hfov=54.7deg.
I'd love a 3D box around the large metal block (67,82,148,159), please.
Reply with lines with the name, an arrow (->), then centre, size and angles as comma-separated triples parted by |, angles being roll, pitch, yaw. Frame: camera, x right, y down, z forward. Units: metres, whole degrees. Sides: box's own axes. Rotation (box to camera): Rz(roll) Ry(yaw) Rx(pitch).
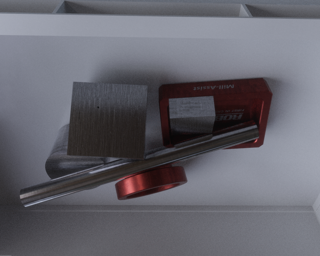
large metal block -> -0.056, -0.006, 0.355 | 0.081, 0.080, 0.050 | 3, 172, -2

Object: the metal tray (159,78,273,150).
metal tray -> 0.067, -0.014, 0.392 | 0.131, 0.030, 0.089 | -4, 130, 2

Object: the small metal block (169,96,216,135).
small metal block -> 0.037, -0.014, 0.368 | 0.050, 0.025, 0.050 | -3, 156, 3

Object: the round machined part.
round machined part -> -0.015, 0.067, 0.432 | 0.099, 0.042, 0.098 | -14, 164, -4

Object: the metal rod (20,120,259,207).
metal rod -> -0.024, 0.044, 0.390 | 0.302, 0.025, 0.025 | -16, 129, -1

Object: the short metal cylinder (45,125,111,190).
short metal cylinder -> -0.108, 0.040, 0.422 | 0.081, 0.050, 0.079 | 0, 130, 0
